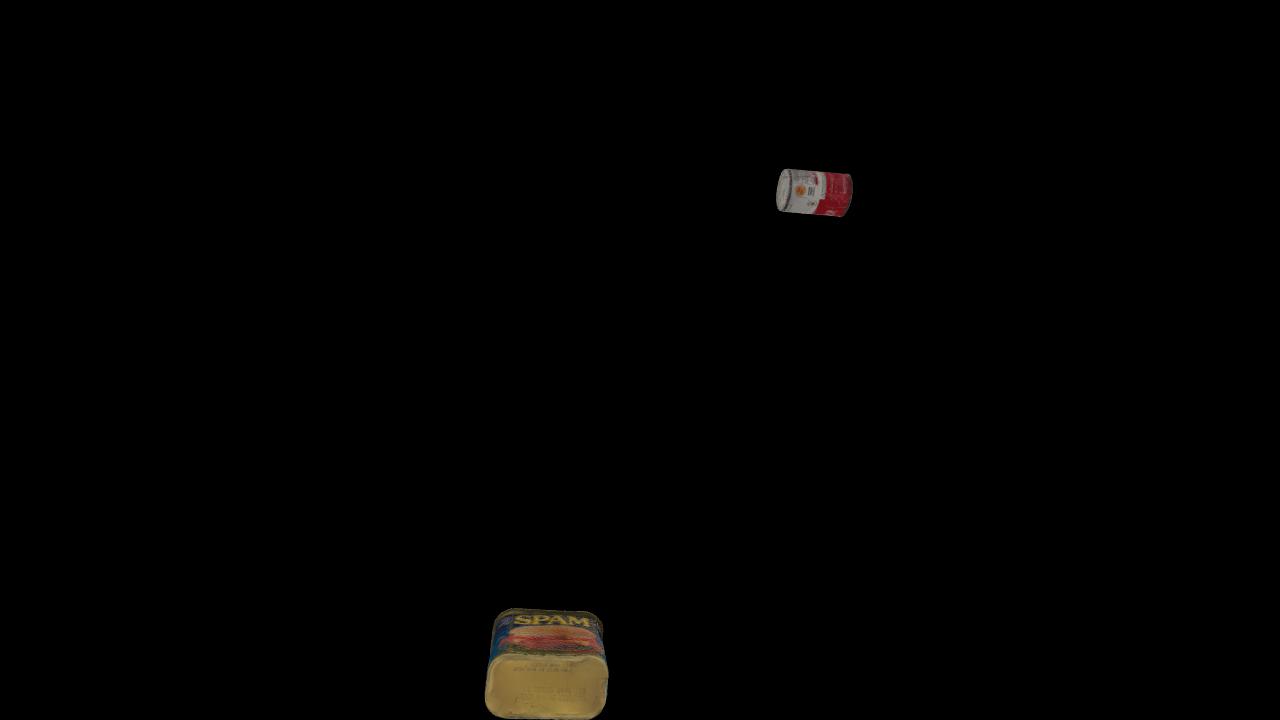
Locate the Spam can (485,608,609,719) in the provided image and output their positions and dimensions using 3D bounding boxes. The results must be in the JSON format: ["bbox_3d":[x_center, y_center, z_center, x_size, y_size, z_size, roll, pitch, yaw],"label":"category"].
[{"bbox_3d":[-0.079,0.258,0.525,0.101,0.058,0.085,6,-1,-8],"label":"Spam can"}]

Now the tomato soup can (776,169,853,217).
[{"bbox_3d":[0.273,-0.263,0.968,0.101,0.068,0.068,4,0,-6],"label":"tomato soup can"}]
